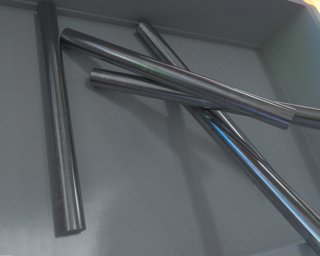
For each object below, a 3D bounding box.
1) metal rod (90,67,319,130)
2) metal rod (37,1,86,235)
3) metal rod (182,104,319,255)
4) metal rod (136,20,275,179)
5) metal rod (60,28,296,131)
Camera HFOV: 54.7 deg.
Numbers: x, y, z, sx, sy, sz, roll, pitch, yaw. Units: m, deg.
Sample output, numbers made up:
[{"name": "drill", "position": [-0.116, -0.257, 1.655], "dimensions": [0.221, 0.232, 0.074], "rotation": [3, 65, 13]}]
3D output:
[{"name": "metal rod", "position": [0.060, -0.036, 0.384], "dimensions": [0.301, 0.025, 0.025], "rotation": [12, 53, 8]}, {"name": "metal rod", "position": [-0.120, -0.031, 0.360], "dimensions": [0.025, 0.025, 0.299], "rotation": [-1, 62, -29]}, {"name": "metal rod", "position": [0.083, 0.017, 0.362], "dimensions": [0.025, 0.025, 0.300], "rotation": [-4, 38, -31]}, {"name": "metal rod", "position": [0.065, -0.045, 0.470], "dimensions": [0.025, 0.025, 0.300], "rotation": [-33, 80, -38]}, {"name": "metal rod", "position": [0.007, -0.065, 0.372], "dimensions": [0.301, 0.025, 0.025], "rotation": [23, 49, 17]}]
